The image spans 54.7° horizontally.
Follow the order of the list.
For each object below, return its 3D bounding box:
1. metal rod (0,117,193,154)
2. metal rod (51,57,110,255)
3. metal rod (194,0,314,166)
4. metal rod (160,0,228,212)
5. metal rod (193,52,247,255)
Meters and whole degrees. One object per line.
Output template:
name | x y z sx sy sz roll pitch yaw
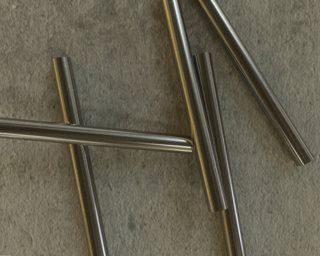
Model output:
metal rod | -0.107 0.008 0.382 0.302 0.025 0.025 6 90 -11
metal rod | -0.102 0.056 0.408 0.025 0.025 0.298 -11 90 0
metal rod | 0.114 -0.083 0.411 0.025 0.025 0.299 -32 90 0
metal rod | 0.040 -0.044 0.398 0.025 0.025 0.298 -12 85 0
metal rod | 0.081 0.050 0.411 0.025 0.025 0.298 -10 90 0
